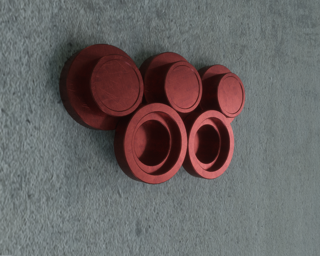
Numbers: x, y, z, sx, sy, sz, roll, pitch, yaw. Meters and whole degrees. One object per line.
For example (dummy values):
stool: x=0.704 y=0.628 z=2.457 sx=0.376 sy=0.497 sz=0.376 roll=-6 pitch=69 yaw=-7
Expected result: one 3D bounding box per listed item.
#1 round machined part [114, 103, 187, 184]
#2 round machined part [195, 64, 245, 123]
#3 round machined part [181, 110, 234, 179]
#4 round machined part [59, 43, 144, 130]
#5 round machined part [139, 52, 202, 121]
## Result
round machined part: x=-0.016 y=0.018 z=0.384 sx=0.099 sy=0.042 sz=0.097 roll=0 pitch=90 yaw=-40
round machined part: x=0.094 y=-0.049 z=0.477 sx=0.099 sy=0.042 sz=0.097 roll=0 pitch=90 yaw=-40
round machined part: x=0.060 y=0.023 z=0.448 sx=0.099 sy=0.042 sz=0.097 roll=0 pitch=90 yaw=-40
round machined part: x=-0.058 y=-0.046 z=0.348 sx=0.099 sy=0.042 sz=0.097 roll=0 pitch=90 yaw=-40
round machined part: x=0.018 y=-0.053 z=0.413 sx=0.099 sy=0.042 sz=0.097 roll=0 pitch=90 yaw=-40
